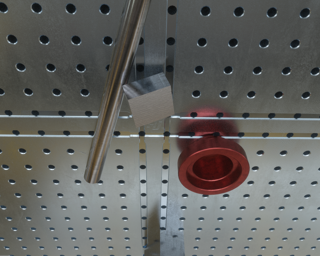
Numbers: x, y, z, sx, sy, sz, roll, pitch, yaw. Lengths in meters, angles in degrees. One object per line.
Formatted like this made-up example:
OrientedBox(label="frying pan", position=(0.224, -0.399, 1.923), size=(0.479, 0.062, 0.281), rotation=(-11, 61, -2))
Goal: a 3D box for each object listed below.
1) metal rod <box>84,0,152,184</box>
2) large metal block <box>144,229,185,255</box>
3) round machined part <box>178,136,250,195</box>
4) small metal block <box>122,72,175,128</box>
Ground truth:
OrientedBox(label="metal rod", position=(-0.059, -0.033, 0.382), size=(0.025, 0.025, 0.298), rotation=(13, 129, -11))
OrientedBox(label="large metal block", position=(0.007, 0.254, 0.593), size=(0.050, 0.080, 0.079), rotation=(18, 128, -15))
OrientedBox(label="round machined part", position=(0.074, 0.049, 0.444), size=(0.099, 0.042, 0.097), rotation=(-1, 130, 0))
OrientedBox(label="small metal block", position=(-0.013, -0.033, 0.369), size=(0.050, 0.025, 0.050), rotation=(-20, 141, -7))
